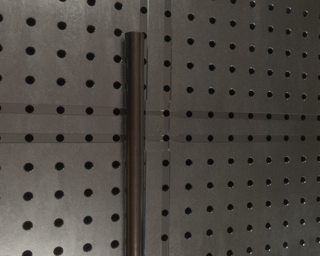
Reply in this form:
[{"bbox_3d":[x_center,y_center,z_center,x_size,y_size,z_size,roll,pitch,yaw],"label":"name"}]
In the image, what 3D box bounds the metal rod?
[{"bbox_3d":[-0.033,0.028,0.401,0.025,0.025,0.298,0,90,-20],"label":"metal rod"}]
